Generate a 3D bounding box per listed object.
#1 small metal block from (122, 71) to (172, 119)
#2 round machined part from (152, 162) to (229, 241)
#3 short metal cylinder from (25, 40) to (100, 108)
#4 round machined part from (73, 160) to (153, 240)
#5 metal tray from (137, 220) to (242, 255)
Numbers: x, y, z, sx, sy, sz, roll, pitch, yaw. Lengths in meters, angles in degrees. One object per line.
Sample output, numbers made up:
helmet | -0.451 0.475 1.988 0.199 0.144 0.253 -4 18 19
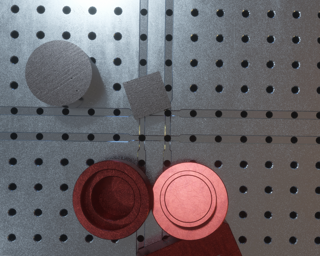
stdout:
small metal block | -0.017 -0.043 0.413 0.050 0.025 0.050 -19 90 -1
round machined part | 0.036 0.091 0.390 0.099 0.042 0.098 -2 71 7
short metal cylinder | -0.123 -0.067 0.399 0.081 0.050 0.079 0 90 -1
round machined part | -0.057 0.089 0.399 0.098 0.042 0.097 0 89 9
metal tray | 0.044 0.185 0.412 0.131 0.030 0.090 -23 90 -1
